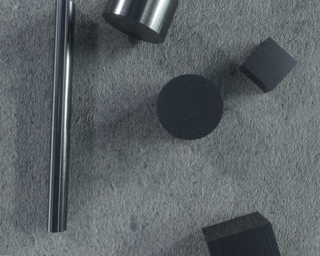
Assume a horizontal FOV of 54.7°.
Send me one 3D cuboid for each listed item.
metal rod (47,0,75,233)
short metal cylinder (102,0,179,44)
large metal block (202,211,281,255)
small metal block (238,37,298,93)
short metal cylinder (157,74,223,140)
[{"bbox_3d":[-0.130,-0.015,0.408,0.025,0.025,0.298,2,90,0],"label":"metal rod"},{"bbox_3d":[-0.024,-0.145,0.382,0.080,0.080,0.050,21,90,0],"label":"short metal cylinder"},{"bbox_3d":[0.107,0.164,0.398,0.080,0.050,0.080,-17,90,0],"label":"large metal block"},{"bbox_3d":[0.143,-0.083,0.411,0.050,0.025,0.050,43,90,0],"label":"small metal block"},{"bbox_3d":[0.036,-0.025,0.398,0.081,0.050,0.079,0,90,0],"label":"short metal cylinder"}]
